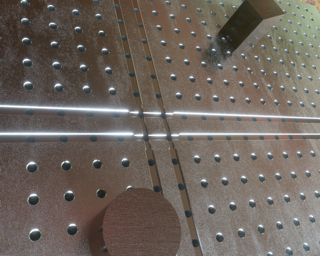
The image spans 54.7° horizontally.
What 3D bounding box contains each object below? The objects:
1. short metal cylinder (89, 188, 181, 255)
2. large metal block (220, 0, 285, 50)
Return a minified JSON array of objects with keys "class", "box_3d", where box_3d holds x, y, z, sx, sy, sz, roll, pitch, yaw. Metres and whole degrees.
[{"class":"short metal cylinder","box_3d":[-0.026,0.107,0.314,0.081,0.050,0.080,14,56,-21]},{"class":"large metal block","box_3d":[0.177,-0.203,0.595,0.081,0.080,0.050,-26,76,-37]}]
